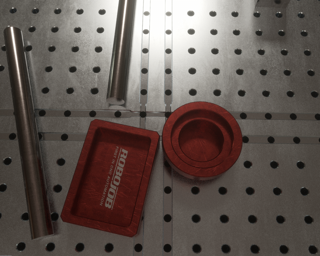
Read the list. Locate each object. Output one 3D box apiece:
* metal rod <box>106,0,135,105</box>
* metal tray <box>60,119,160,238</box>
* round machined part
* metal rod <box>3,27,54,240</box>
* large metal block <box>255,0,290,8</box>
[{"bbox_3d":[-0.053,-0.177,0.475,0.025,0.025,0.299,3,70,1],"label":"metal rod"},{"bbox_3d":[-0.057,0.060,0.386,0.090,0.030,0.130,12,70,4],"label":"metal tray"},{"bbox_3d":[0.052,0.019,0.397,0.099,0.042,0.098,0,70,0],"label":"round machined part"},{"bbox_3d":[-0.178,-0.007,0.412,0.025,0.025,0.299,-15,71,-6],"label":"metal rod"},{"bbox_3d":[0.180,-0.245,0.474,0.050,0.080,0.080,3,70,1],"label":"large metal block"}]
